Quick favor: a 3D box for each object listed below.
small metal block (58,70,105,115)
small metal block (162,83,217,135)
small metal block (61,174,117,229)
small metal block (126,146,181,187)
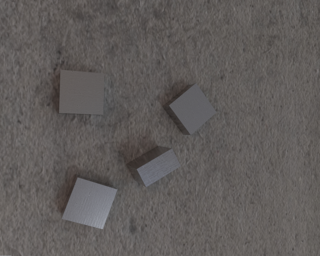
[{"bbox_3d":[-0.095,-0.041,0.374,0.050,0.025,0.050,2,90,-21],"label":"small metal block"},{"bbox_3d":[0.041,-0.026,0.425,0.050,0.025,0.050,-41,103,-16],"label":"small metal block"},{"bbox_3d":[-0.087,0.089,0.378,0.050,0.025,0.050,22,83,-19],"label":"small metal block"},{"bbox_3d":[-0.009,0.047,0.393,0.050,0.050,0.025,-29,100,-18],"label":"small metal block"}]
